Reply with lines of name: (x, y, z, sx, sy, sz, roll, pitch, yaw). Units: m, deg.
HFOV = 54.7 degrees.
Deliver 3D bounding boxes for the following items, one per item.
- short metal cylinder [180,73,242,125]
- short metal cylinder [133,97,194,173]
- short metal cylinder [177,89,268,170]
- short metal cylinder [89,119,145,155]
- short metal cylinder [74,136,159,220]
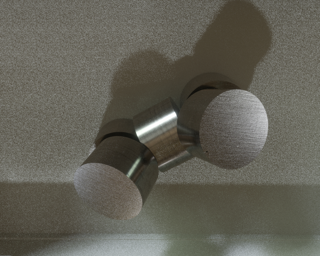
short metal cylinder: (0.067, -0.025, 0.388, 0.081, 0.050, 0.079, 0, 110, -1)
short metal cylinder: (0.009, 0.008, 0.383, 0.050, 0.080, 0.080, -28, 108, 9)
short metal cylinder: (0.065, -0.001, 0.327, 0.081, 0.050, 0.079, -3, 98, -22)
short metal cylinder: (-0.049, 0.033, 0.408, 0.081, 0.050, 0.079, 0, 110, -1)
short metal cylinder: (-0.048, 0.056, 0.348, 0.080, 0.050, 0.079, 11, 125, 16)
